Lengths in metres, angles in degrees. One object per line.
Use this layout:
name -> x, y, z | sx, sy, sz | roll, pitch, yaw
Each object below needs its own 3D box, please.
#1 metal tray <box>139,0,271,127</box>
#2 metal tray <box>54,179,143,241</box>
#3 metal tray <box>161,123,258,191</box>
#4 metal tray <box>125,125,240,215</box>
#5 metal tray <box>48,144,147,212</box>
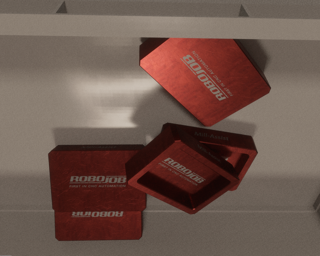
metal tray -> 0.051, -0.065, 0.344 | 0.090, 0.030, 0.130 | -32, 128, 25
metal tray -> -0.093, 0.124, 0.478 | 0.131, 0.030, 0.089 | -1, 93, 0
metal tray -> 0.060, 0.044, 0.444 | 0.131, 0.030, 0.089 | 9, 130, -8
metal tray -> 0.031, 0.060, 0.408 | 0.090, 0.030, 0.130 | -42, 126, 21
metal tray -> -0.085, 0.070, 0.438 | 0.131, 0.030, 0.089 | 0, 101, -1
